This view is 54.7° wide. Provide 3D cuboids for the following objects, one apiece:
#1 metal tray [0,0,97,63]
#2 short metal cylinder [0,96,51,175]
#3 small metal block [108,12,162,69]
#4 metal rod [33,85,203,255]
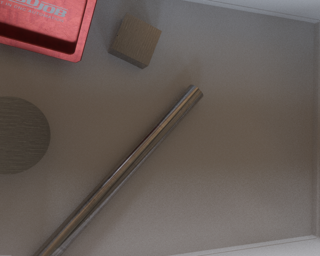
[{"bbox_3d":[-0.140,-0.130,0.328,0.131,0.030,0.089,12,129,-20],"label":"metal tray"},{"bbox_3d":[-0.163,0.007,0.337,0.081,0.050,0.079,0,90,-21],"label":"short metal cylinder"},{"bbox_3d":[-0.032,-0.111,0.399,0.050,0.025,0.050,23,82,-19],"label":"small metal block"},{"bbox_3d":[-0.048,0.057,0.393,0.025,0.025,0.301,46,75,-15],"label":"metal rod"}]
